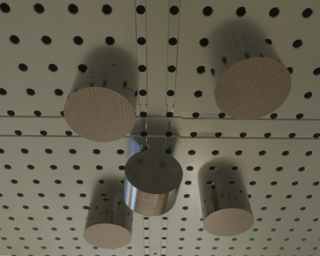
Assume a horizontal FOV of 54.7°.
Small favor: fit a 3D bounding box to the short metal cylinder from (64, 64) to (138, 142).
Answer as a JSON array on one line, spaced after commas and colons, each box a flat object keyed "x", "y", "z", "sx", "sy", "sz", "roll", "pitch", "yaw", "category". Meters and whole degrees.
[{"x": -0.068, "y": -0.029, "z": 0.370, "sx": 0.081, "sy": 0.050, "sz": 0.079, "roll": 0, "pitch": 130, "yaw": 0, "category": "short metal cylinder"}]

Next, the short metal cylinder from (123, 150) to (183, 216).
[{"x": -0.011, "y": 0.077, "z": 0.441, "sx": 0.081, "sy": 0.080, "sz": 0.050, "roll": 6, "pitch": 130, "yaw": -5, "category": "short metal cylinder"}]

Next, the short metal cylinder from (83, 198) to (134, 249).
[{"x": -0.087, "y": 0.166, "z": 0.535, "sx": 0.081, "sy": 0.050, "sz": 0.079, "roll": 0, "pitch": 130, "yaw": 0, "category": "short metal cylinder"}]

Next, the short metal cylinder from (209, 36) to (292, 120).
[{"x": 0.099, "y": -0.056, "z": 0.349, "sx": 0.081, "sy": 0.050, "sz": 0.079, "roll": 0, "pitch": 130, "yaw": 0, "category": "short metal cylinder"}]

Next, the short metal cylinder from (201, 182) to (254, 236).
[{"x": 0.109, "y": 0.135, "z": 0.511, "sx": 0.081, "sy": 0.050, "sz": 0.079, "roll": 0, "pitch": 130, "yaw": 0, "category": "short metal cylinder"}]
